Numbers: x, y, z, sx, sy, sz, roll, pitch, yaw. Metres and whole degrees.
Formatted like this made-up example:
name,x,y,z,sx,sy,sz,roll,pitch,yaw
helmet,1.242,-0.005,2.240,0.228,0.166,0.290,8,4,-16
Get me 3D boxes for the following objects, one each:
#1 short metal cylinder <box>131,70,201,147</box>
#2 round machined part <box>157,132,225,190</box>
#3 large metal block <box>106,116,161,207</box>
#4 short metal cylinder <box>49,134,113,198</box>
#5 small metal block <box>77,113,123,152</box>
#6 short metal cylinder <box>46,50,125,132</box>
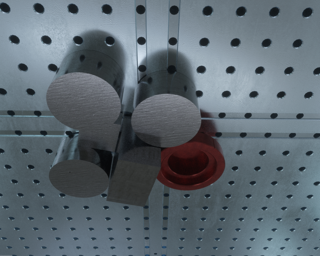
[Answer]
name,x,y,z,sx,sy,sz,roll,pitch,yaw
short metal cylinder,0.007,-0.022,0.376,0.081,0.050,0.079,0,130,0
round machined part,0.039,0.041,0.435,0.099,0.042,0.097,0,130,0
large metal block,-0.034,0.044,0.408,0.050,0.080,0.079,12,129,-10
short metal cylinder,-0.110,0.054,0.440,0.081,0.050,0.079,0,130,0
small metal block,-0.080,0.002,0.412,0.050,0.025,0.050,11,129,-10
short metal cylinder,-0.083,-0.042,0.358,0.081,0.050,0.079,0,130,0
